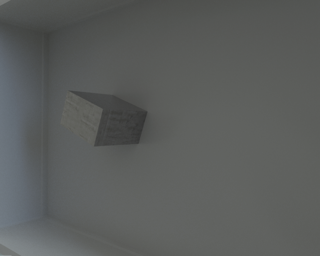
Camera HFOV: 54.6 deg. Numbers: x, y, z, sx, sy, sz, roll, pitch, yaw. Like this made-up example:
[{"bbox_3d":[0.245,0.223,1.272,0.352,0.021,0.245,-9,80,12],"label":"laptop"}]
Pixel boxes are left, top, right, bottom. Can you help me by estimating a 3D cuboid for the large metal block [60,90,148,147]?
[{"bbox_3d":[-0.079,-0.014,0.438,0.080,0.081,0.050,26,107,37],"label":"large metal block"}]
